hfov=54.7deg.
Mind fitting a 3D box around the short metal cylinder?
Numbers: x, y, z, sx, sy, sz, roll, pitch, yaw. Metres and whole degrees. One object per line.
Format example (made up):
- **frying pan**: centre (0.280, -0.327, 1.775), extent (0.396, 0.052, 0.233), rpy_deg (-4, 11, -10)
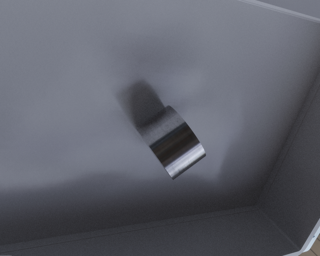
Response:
- **short metal cylinder**: centre (0.013, 0.018, 0.390), extent (0.050, 0.080, 0.080), rpy_deg (-36, 130, -5)
